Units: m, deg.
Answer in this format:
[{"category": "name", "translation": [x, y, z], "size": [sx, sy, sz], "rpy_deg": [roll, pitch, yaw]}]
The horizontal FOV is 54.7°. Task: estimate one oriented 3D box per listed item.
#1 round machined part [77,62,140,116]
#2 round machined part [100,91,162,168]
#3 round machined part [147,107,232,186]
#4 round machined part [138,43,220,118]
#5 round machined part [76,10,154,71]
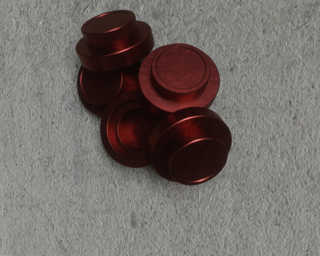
[{"category": "round machined part", "translation": [-0.073, -0.064, 0.427], "size": [0.098, 0.042, 0.097], "rpy_deg": [0, 90, 19]}, {"category": "round machined part", "translation": [-0.025, 0.002, 0.409], "size": [0.098, 0.042, 0.097], "rpy_deg": [0, 90, 19]}, {"category": "round machined part", "translation": [0.038, 0.028, 0.358], "size": [0.098, 0.098, 0.042], "rpy_deg": [-45, 36, 14]}, {"category": "round machined part", "translation": [0.023, -0.061, 0.369], "size": [0.099, 0.042, 0.098], "rpy_deg": [1, 68, -3]}, {"category": "round machined part", "translation": [-0.059, -0.115, 0.390], "size": [0.098, 0.098, 0.042], "rpy_deg": [1, 132, 19]}]
